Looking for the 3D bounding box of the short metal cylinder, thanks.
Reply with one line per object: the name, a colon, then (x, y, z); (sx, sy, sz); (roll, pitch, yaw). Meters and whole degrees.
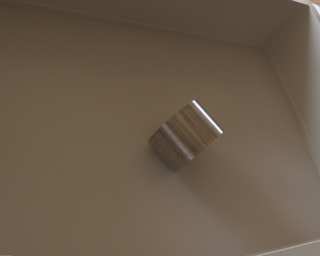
short metal cylinder: (0.032, 0.010, 0.381); (0.050, 0.080, 0.080); (49, 51, 6)
